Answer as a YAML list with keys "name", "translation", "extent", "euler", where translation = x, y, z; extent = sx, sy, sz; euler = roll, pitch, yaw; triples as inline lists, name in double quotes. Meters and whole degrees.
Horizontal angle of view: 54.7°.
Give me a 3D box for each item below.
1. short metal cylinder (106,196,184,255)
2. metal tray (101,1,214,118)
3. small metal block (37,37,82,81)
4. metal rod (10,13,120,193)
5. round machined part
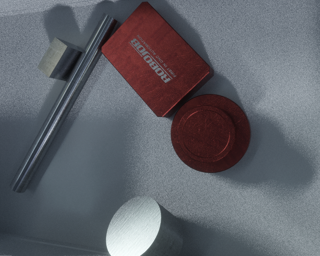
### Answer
- name: "short metal cylinder"
  translation: [-0.019, 0.131, 0.381]
  extent: [0.080, 0.050, 0.080]
  euler: [-25, 39, 23]
- name: "metal tray"
  translation: [-0.005, -0.089, 0.409]
  extent: [0.090, 0.030, 0.130]
  euler: [-44, 77, 14]
- name: "small metal block"
  translation: [-0.138, -0.097, 0.445]
  extent: [0.025, 0.050, 0.050]
  euler: [38, 102, 15]
- name: "metal rod"
  translation: [-0.146, -0.030, 0.460]
  extent: [0.025, 0.025, 0.299]
  euler: [35, 101, 16]
- name: "round machined part"
  translation: [0.060, 0.007, 0.380]
  extent: [0.098, 0.042, 0.097]
  euler: [0, 90, 19]
